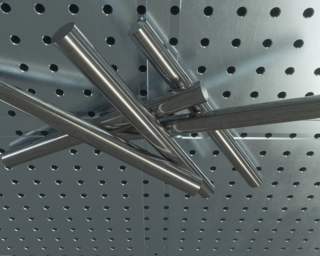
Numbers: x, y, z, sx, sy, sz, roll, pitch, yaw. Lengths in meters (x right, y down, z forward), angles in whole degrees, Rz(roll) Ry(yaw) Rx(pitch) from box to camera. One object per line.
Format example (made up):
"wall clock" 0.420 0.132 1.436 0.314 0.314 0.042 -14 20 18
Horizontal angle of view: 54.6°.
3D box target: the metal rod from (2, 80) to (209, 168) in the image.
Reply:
"metal rod" -0.084 0.002 0.394 0.300 0.025 0.025 -18 128 21

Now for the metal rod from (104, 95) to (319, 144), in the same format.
"metal rod" 0.059 -0.009 0.367 0.300 0.025 0.025 -7 131 21

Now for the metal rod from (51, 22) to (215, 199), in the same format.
"metal rod" -0.006 0.006 0.356 0.025 0.025 0.300 -24 134 19

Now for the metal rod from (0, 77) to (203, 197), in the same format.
"metal rod" -0.089 0.003 0.365 0.301 0.025 0.025 27 126 -3

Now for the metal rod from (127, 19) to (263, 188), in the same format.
"metal rod" 0.062 -0.012 0.401 0.025 0.025 0.300 -28 125 22
